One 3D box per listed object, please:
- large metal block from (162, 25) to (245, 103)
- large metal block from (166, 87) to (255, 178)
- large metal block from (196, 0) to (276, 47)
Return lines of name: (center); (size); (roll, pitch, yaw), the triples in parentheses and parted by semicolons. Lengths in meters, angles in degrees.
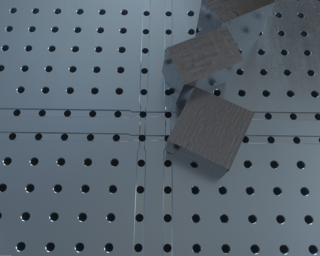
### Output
large metal block: (0.052, -0.081, 0.409); (0.080, 0.080, 0.050); (-23, 82, -8)
large metal block: (0.062, 0.006, 0.397); (0.080, 0.050, 0.080); (26, 72, 8)
large metal block: (0.103, -0.155, 0.441); (0.080, 0.080, 0.050); (-24, 72, -9)
